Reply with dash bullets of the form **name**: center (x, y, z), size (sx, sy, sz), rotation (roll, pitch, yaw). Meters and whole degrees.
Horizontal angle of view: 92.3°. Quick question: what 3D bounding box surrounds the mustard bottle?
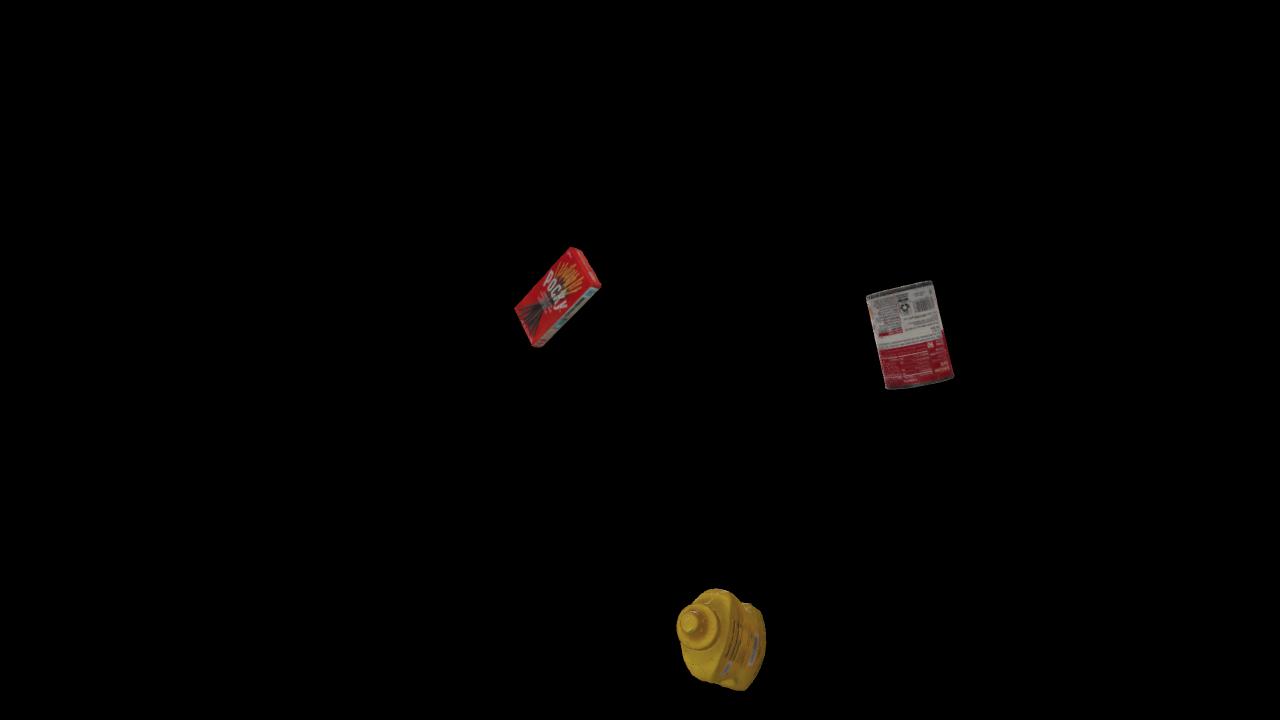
- **mustard bottle**: center (0.082, 0.287, 0.639), size (0.054, 0.092, 0.184), rotation (11, -24, 33)

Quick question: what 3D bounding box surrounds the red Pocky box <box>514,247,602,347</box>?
- **red Pocky box**: center (-0.134, -0.099, 0.979), size (0.155, 0.083, 0.028), rotation (-42, -28, 25)

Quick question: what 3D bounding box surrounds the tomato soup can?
- **tomato soup can**: center (0.277, -0.026, 0.636), size (0.068, 0.101, 0.068), rotation (-13, 0, 0)
